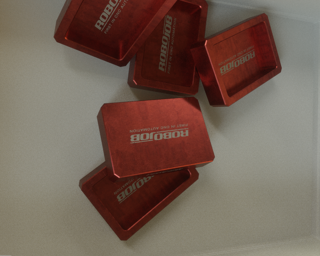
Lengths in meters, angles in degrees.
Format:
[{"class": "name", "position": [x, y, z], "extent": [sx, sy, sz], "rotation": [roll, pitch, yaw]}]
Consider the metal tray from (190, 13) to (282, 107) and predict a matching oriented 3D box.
[{"class": "metal tray", "position": [0.110, -0.095, 0.430], "extent": [0.131, 0.030, 0.090], "rotation": [-31, 109, -29]}]

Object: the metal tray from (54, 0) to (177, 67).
[{"class": "metal tray", "position": [-0.048, -0.130, 0.333], "extent": [0.091, 0.129, 0.030], "rotation": [17, 51, -30]}]

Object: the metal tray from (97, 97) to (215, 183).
[{"class": "metal tray", "position": [-0.005, 0.011, 0.386], "extent": [0.131, 0.030, 0.090], "rotation": [-7, 72, -24]}]

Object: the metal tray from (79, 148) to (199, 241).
[{"class": "metal tray", "position": [-0.024, 0.067, 0.399], "extent": [0.131, 0.030, 0.090], "rotation": [-37, 102, -16]}]

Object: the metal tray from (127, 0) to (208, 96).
[{"class": "metal tray", "position": [0.011, -0.113, 0.412], "extent": [0.091, 0.030, 0.129], "rotation": [8, 87, -20]}]
